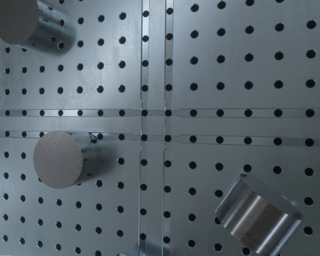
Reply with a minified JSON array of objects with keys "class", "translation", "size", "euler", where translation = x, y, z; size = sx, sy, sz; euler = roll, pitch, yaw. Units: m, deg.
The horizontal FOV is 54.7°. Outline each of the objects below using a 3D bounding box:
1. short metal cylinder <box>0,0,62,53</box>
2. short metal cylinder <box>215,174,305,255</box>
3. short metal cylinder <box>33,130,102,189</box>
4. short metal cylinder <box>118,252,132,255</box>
[{"class":"short metal cylinder","translation":[-0.198,-0.159,0.467],"size":[0.080,0.050,0.079],"euler":[0,90,19]},{"class":"short metal cylinder","translation":[0.109,0.095,0.345],"size":[0.080,0.080,0.050],"euler":[35,101,16]},{"class":"short metal cylinder","translation":[-0.131,0.043,0.444],"size":[0.080,0.050,0.079],"euler":[0,90,19]},{"class":"short metal cylinder","translation":[-0.040,0.209,0.397],"size":[0.050,0.080,0.079],"euler":[17,96,19]}]
